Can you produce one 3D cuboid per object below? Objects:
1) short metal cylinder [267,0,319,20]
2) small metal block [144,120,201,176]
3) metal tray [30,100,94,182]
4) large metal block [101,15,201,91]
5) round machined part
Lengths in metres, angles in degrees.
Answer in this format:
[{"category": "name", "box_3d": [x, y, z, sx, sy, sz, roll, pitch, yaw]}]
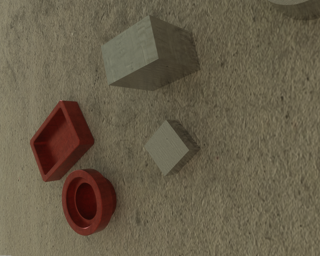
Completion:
[{"category": "short metal cylinder", "box_3d": [0.132, -0.144, 0.279, 0.080, 0.050, 0.079, 0, 90, 39]}, {"category": "small metal block", "box_3d": [0.015, 0.025, 0.391, 0.050, 0.025, 0.050, -51, 61, 27]}, {"category": "metal tray", "box_3d": [-0.175, 0.024, 0.542, 0.129, 0.030, 0.090, -43, 65, 31]}, {"category": "large metal block", "box_3d": [-0.011, -0.085, 0.376, 0.080, 0.081, 0.050, -19, 78, 38]}, {"category": "round machined part", "box_3d": [-0.105, 0.111, 0.478, 0.098, 0.042, 0.097, 0, 90, 39]}]
